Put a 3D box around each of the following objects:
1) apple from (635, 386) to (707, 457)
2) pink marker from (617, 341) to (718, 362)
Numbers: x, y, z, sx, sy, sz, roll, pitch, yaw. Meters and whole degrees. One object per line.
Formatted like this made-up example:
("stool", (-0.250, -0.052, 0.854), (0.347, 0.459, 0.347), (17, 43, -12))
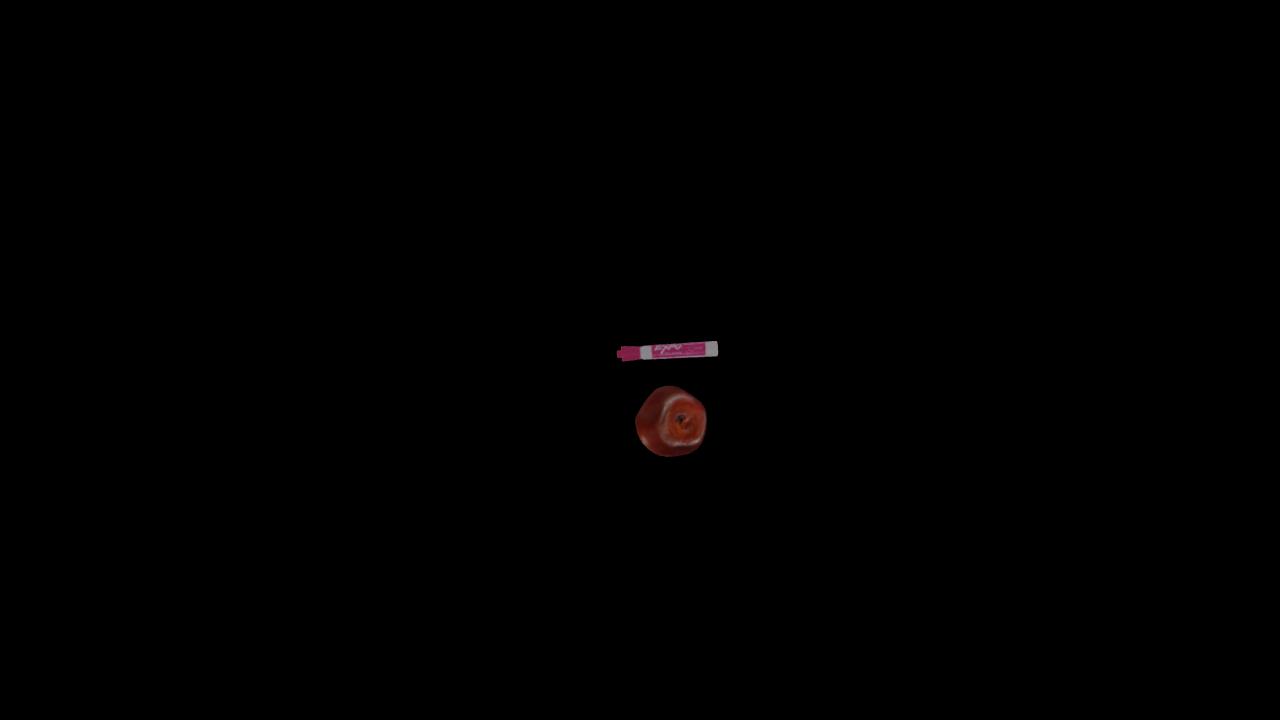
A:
("apple", (0.033, 0.068, 0.682), (0.079, 0.079, 0.093), (0, -10, -18))
("pink marker", (0.033, -0.010, 0.738), (0.121, 0.020, 0.020), (-3, 0, 1))
